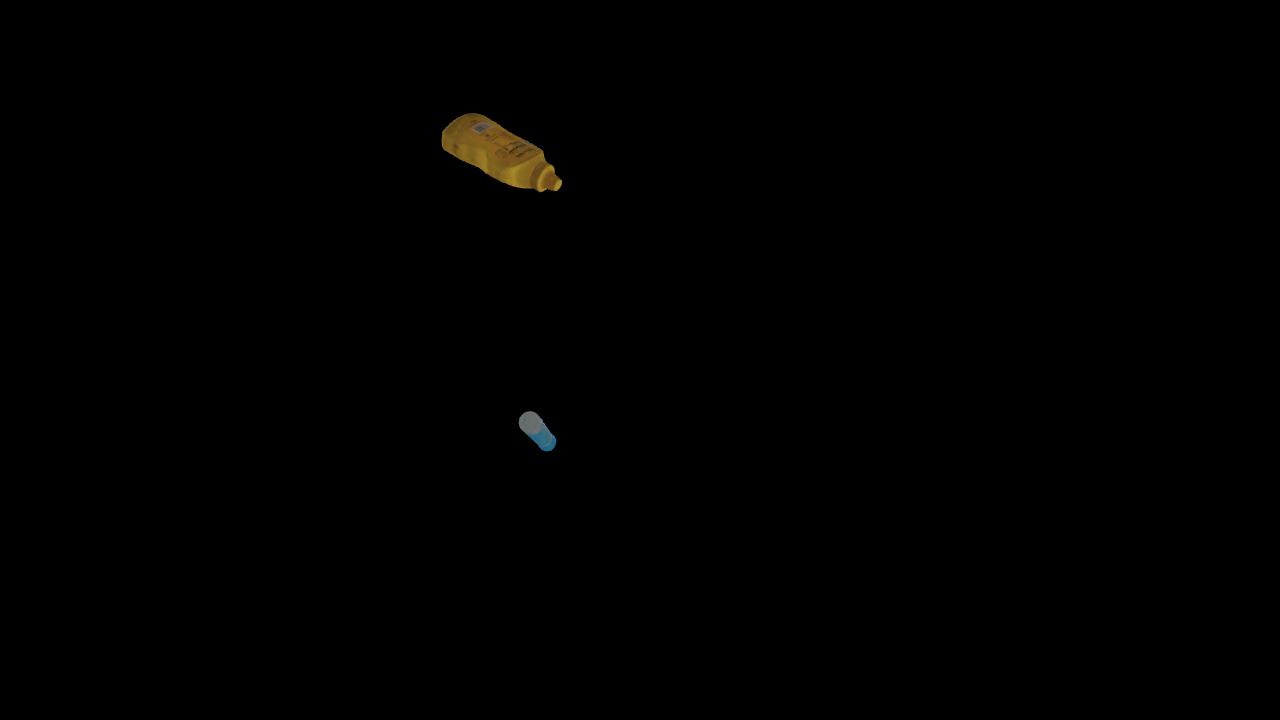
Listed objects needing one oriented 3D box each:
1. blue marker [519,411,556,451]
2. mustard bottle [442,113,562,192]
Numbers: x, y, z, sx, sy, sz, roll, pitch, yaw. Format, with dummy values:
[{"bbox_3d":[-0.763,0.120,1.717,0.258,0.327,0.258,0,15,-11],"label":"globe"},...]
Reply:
[{"bbox_3d":[-0.095,0.069,0.581,0.020,0.020,0.121,0,-16,-1],"label":"blue marker"},{"bbox_3d":[-0.191,-0.296,0.899,0.184,0.054,0.092,31,42,12],"label":"mustard bottle"}]
